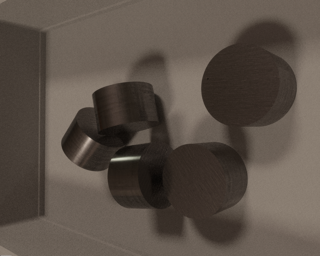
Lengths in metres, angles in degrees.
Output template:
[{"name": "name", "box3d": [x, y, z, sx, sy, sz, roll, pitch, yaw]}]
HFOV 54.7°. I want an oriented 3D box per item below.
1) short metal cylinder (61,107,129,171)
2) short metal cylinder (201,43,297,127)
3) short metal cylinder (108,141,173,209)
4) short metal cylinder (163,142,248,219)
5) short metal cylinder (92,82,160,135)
[{"name": "short metal cylinder", "box3d": [-0.093, 0.015, 0.445, 0.080, 0.081, 0.050, 52, 120, 27]}, {"name": "short metal cylinder", "box3d": [0.090, -0.041, 0.315, 0.080, 0.050, 0.079, 0, 90, 39]}, {"name": "short metal cylinder", "box3d": [-0.017, 0.059, 0.383, 0.050, 0.081, 0.080, -11, 83, 39]}, {"name": "short metal cylinder", "box3d": [0.050, 0.056, 0.348, 0.080, 0.050, 0.079, 0, 90, 39]}, {"name": "short metal cylinder", "box3d": [-0.044, -0.023, 0.406, 0.080, 0.081, 0.050, -18, 79, 38]}]
